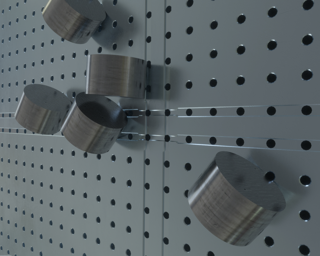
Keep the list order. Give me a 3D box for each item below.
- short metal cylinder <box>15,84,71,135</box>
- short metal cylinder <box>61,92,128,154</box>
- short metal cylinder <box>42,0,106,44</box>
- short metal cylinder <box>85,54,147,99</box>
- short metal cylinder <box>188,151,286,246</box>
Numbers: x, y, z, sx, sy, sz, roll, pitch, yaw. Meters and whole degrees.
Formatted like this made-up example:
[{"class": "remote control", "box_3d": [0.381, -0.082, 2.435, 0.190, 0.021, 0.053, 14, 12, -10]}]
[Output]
[{"class": "short metal cylinder", "box_3d": [-0.202, -0.033, 0.537, 0.080, 0.081, 0.050, 47, 118, 29]}, {"class": "short metal cylinder", "box_3d": [-0.094, -0.008, 0.449, 0.080, 0.081, 0.050, 50, 120, 28]}, {"class": "short metal cylinder", "box_3d": [-0.132, -0.178, 0.480, 0.050, 0.081, 0.080, -40, 66, 32]}, {"class": "short metal cylinder", "box_3d": [-0.059, -0.068, 0.420, 0.080, 0.081, 0.050, 8, 95, 39]}, {"class": "short metal cylinder", "box_3d": [0.075, 0.068, 0.310, 0.080, 0.081, 0.050, 47, 118, 29]}]
